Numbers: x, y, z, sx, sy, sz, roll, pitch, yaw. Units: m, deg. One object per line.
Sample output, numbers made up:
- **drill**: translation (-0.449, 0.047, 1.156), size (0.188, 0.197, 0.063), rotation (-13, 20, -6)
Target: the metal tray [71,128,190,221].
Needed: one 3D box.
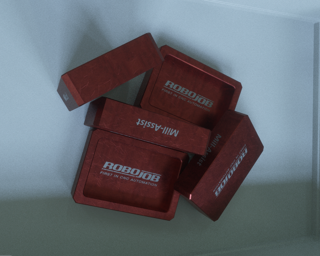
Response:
- **metal tray**: translation (-0.035, 0.059, 0.393), size (0.131, 0.030, 0.090), rotation (17, 84, -20)

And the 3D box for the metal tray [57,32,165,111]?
- **metal tray**: translation (-0.060, -0.054, 0.330), size (0.091, 0.130, 0.030), rotation (-31, 101, -17)

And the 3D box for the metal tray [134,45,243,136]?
- **metal tray**: translation (0.040, -0.043, 0.422), size (0.131, 0.030, 0.090), rotation (22, 83, -19)

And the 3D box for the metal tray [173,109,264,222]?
- **metal tray**: translation (0.084, 0.051, 0.417), size (0.130, 0.030, 0.090), rotation (-53, 135, -12)

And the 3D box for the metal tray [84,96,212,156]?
- **metal tray**: translation (-0.018, 0.000, 0.367), size (0.131, 0.090, 0.030), rotation (17, 85, -20)
